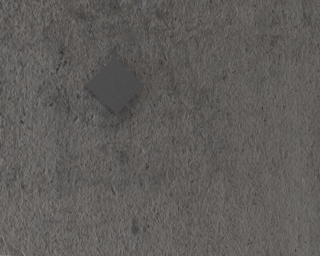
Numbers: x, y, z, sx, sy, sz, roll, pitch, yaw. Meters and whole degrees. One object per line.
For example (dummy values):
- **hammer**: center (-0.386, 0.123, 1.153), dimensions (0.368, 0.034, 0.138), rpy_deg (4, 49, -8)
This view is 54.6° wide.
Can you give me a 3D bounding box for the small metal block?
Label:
- **small metal block**: center (-0.058, -0.052, 0.387), dimensions (0.050, 0.025, 0.050), rpy_deg (44, 76, -15)
